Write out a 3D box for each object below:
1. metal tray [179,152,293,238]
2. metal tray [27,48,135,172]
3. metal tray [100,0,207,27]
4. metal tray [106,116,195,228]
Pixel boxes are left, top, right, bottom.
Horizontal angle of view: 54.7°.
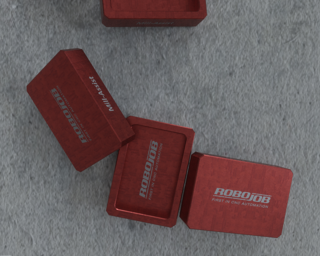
[{"bbox_3d":[0.098,0.085,0.394,0.131,0.030,0.089,11,90,-14],"label":"metal tray"},{"bbox_3d":[-0.100,-0.020,0.383,0.090,0.030,0.130,-32,90,33],"label":"metal tray"},{"bbox_3d":[-0.010,-0.177,0.391,0.131,0.030,0.089,-6,90,-15],"label":"metal tray"},{"bbox_3d":[-0.012,0.055,0.407,0.091,0.030,0.129,12,90,-1],"label":"metal tray"}]
